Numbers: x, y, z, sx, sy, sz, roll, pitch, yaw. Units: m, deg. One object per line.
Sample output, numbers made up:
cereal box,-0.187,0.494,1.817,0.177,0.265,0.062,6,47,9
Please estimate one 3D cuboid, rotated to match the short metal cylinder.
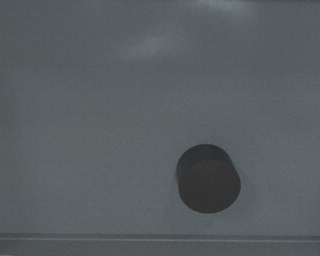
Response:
short metal cylinder,0.064,0.068,0.423,0.080,0.050,0.079,0,110,0
